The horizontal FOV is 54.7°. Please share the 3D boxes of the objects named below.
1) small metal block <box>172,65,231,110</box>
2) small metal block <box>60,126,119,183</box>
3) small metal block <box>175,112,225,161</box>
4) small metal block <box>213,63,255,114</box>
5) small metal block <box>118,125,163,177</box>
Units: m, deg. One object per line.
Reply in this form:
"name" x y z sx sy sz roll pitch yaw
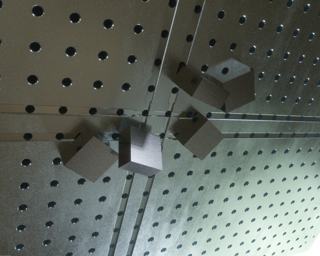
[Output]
"small metal block" 0.052 -0.052 0.393 0.050 0.050 0.025 19 108 -36
"small metal block" -0.086 0.034 0.386 0.050 0.025 0.050 -45 130 3
"small metal block" 0.059 0.013 0.454 0.050 0.025 0.050 -47 130 4
"small metal block" 0.105 -0.056 0.436 0.050 0.025 0.050 -25 128 -14
"small metal block" -0.025 0.030 0.398 0.050 0.050 0.025 22 140 -37
